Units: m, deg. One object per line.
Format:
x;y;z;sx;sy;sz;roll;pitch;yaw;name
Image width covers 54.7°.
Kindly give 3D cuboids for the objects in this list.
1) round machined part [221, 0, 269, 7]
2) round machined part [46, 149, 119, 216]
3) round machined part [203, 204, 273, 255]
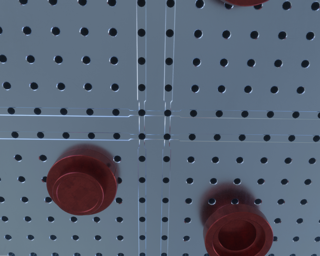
0.094;-0.185;0.338;0.099;0.042;0.097;0;110;-1;round machined part
-0.110;0.082;0.433;0.099;0.042;0.097;0;110;-1;round machined part
0.113;0.154;0.463;0.099;0.042;0.097;0;110;-1;round machined part
